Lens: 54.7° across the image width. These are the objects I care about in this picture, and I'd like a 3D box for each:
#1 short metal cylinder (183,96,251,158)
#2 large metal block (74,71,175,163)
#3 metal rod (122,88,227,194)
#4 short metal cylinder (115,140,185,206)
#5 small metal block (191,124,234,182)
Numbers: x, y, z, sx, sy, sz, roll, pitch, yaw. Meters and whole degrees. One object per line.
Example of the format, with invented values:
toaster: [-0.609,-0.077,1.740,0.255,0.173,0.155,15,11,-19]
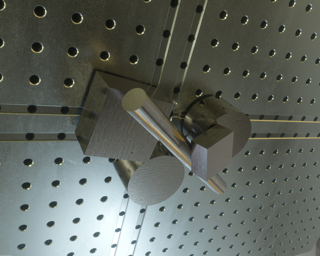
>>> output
short metal cylinder: [0.080,0.002,0.435,0.081,0.050,0.079,-14,124,-21]
large metal block: [-0.042,-0.011,0.358,0.081,0.050,0.079,11,113,-33]
metal rod: [0.039,0.037,0.405,0.025,0.025,0.300,-43,144,1]
short metal cylinder: [-0.014,0.057,0.418,0.081,0.050,0.079,-14,124,-21]
small metal block: [0.065,0.030,0.387,0.050,0.025,0.050,-29,130,-33]
